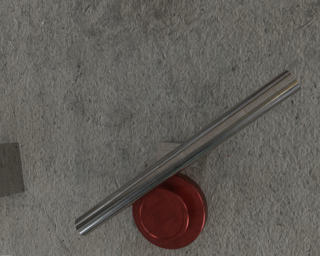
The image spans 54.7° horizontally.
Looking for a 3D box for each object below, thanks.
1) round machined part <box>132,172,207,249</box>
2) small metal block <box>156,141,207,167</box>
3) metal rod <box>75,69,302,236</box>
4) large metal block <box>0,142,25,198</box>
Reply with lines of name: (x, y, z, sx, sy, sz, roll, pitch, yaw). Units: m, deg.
round machined part: (0.009, 0.107, 0.397, 0.098, 0.042, 0.097, 0, 90, 20)
small metal block: (0.028, 0.031, 0.386, 0.050, 0.050, 0.025, 3, 91, 20)
metal rod: (0.018, 0.038, 0.349, 0.300, 0.025, 0.025, -37, 78, 16)
large metal block: (-0.270, 0.069, 0.491, 0.080, 0.050, 0.080, -10, 87, 19)
